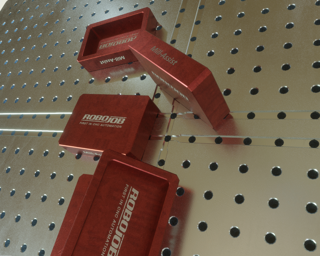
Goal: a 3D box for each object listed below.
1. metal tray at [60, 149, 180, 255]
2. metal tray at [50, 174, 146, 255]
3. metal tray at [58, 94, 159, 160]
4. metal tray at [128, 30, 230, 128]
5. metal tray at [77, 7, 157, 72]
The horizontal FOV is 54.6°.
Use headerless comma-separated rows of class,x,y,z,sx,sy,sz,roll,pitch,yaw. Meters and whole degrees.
metal tray,-0.041,0.098,0.326,0.090,0.030,0.130,22,65,-8
metal tray,-0.074,0.124,0.369,0.090,0.030,0.130,1,62,28
metal tray,-0.075,-0.003,0.448,0.130,0.030,0.090,5,64,30
metal tray,0.023,-0.063,0.393,0.030,0.090,0.130,-45,51,-3
metal tray,-0.074,-0.152,0.538,0.130,0.030,0.090,-7,58,24
